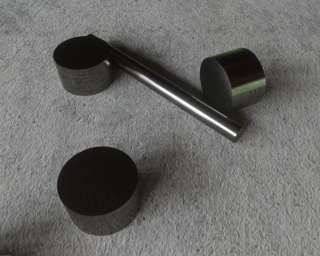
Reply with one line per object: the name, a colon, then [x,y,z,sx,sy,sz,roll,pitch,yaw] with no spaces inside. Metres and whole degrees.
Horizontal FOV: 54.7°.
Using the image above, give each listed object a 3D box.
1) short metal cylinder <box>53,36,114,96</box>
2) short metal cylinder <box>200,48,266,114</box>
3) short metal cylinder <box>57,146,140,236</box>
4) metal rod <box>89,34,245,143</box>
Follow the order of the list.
short metal cylinder: [-0.113,-0.094,0.465,0.081,0.050,0.080,0,50,0]
short metal cylinder: [0.096,-0.063,0.421,0.050,0.080,0.080,-20,53,-16]
short metal cylinder: [-0.062,0.066,0.331,0.081,0.050,0.080,0,50,0]
metal rod: [-0.009,-0.070,0.461,0.300,0.025,0.025,35,58,26]
